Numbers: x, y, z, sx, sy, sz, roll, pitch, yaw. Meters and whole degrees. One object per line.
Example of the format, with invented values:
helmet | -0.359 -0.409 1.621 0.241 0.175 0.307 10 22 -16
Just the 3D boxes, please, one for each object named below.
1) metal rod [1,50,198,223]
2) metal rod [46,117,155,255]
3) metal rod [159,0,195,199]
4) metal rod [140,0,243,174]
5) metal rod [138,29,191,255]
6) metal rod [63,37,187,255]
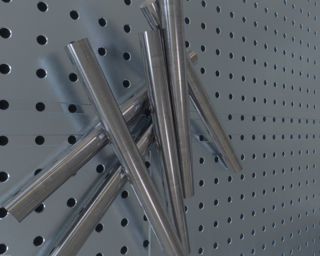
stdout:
metal rod | -0.048 -0.010 0.367 0.301 0.025 0.025 -44 117 -31
metal rod | -0.058 0.070 0.359 0.025 0.025 0.301 51 60 -28
metal rod | 0.022 -0.041 0.376 0.025 0.025 0.298 -27 123 -37
metal rod | 0.057 -0.038 0.430 0.025 0.025 0.300 -53 129 -26
metal rod | 0.009 0.033 0.387 0.025 0.025 0.298 -24 114 -37
metal rod | -0.028 0.047 0.350 0.025 0.025 0.299 -36 112 -34
